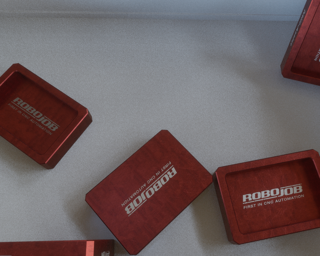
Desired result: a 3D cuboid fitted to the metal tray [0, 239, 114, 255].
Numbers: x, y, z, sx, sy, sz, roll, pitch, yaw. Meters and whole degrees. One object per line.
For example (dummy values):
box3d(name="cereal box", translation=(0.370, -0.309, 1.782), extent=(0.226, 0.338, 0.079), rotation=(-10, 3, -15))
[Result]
box3d(name="metal tray", translation=(-0.099, 0.127, 0.307), extent=(0.091, 0.130, 0.030), rotation=(-1, 70, 0))

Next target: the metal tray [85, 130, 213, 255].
box3d(name="metal tray", translation=(-0.012, 0.076, 0.379), extent=(0.130, 0.030, 0.090), rotation=(-40, 75, -14))

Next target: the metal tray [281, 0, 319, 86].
box3d(name="metal tray", translation=(0.224, -0.119, 0.400), extent=(0.090, 0.129, 0.030), rotation=(15, 37, 7))

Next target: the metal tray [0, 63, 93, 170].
box3d(name="metal tray", translation=(-0.169, -0.017, 0.411), extent=(0.130, 0.030, 0.090), rotation=(33, 73, 11))

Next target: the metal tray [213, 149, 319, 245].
box3d(name="metal tray", translation=(0.139, 0.083, 0.377), extent=(0.131, 0.030, 0.090), rotation=(-10, 70, -4))
